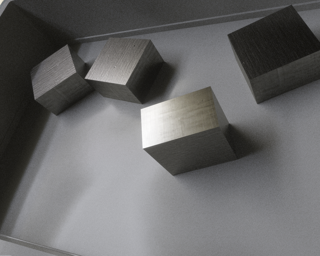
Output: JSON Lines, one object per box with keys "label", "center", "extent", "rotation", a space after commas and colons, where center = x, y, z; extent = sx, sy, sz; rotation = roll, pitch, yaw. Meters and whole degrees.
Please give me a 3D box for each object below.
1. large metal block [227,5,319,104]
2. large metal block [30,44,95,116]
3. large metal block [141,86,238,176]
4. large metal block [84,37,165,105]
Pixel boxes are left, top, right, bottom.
{"label": "large metal block", "center": [0.137, -0.087, 0.371], "extent": [0.080, 0.050, 0.080], "rotation": [-23, 54, 14]}
{"label": "large metal block", "center": [-0.166, -0.082, 0.524], "extent": [0.080, 0.050, 0.080], "rotation": [-32, 52, 7]}
{"label": "large metal block", "center": [0.034, 0.008, 0.347], "extent": [0.080, 0.080, 0.050], "rotation": [-17, 55, 18]}
{"label": "large metal block", "center": [-0.053, -0.088, 0.470], "extent": [0.080, 0.050, 0.080], "rotation": [13, 68, 33]}
